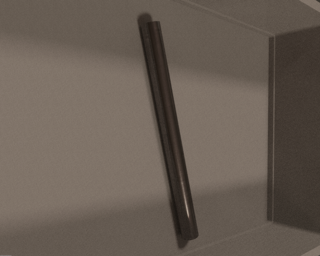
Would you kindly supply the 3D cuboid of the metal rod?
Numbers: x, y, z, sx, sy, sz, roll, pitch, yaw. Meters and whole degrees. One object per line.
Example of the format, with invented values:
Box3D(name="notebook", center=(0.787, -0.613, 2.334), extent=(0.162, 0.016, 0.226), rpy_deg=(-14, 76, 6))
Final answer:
Box3D(name="metal rod", center=(0.015, 0.010, 0.421), extent=(0.025, 0.025, 0.298), rpy_deg=(-18, 102, -39))
